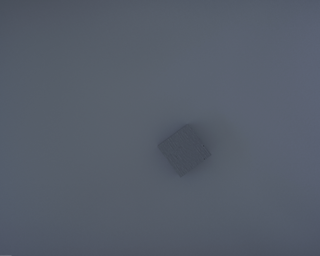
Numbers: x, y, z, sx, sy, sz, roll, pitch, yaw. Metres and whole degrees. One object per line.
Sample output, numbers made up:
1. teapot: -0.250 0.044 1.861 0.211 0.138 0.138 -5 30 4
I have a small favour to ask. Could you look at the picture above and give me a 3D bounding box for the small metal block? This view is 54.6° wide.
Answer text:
1. small metal block: 0.032 0.029 0.412 0.050 0.025 0.050 -36 90 0
